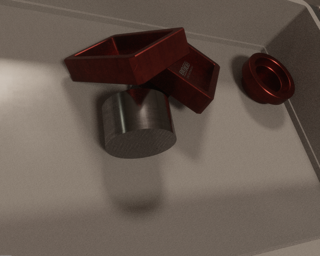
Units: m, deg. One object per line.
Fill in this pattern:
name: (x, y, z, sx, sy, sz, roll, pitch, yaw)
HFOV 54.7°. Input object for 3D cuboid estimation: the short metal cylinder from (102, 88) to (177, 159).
short metal cylinder: (-0.025, -0.003, 0.360, 0.081, 0.080, 0.050, 4, 60, -27)

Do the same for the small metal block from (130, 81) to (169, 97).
small metal block: (-0.010, -0.058, 0.437, 0.050, 0.025, 0.050, 33, 51, -8)

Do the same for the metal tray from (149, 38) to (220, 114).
metal tray: (0.038, -0.083, 0.450, 0.090, 0.030, 0.130, 34, 33, -6)

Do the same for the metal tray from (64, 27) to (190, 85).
metal tray: (-0.042, -0.087, 0.373, 0.091, 0.130, 0.030, -40, 125, -35)

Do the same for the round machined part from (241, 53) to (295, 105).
round machined part: (0.185, -0.081, 0.547, 0.099, 0.042, 0.098, 14, 56, -21)
